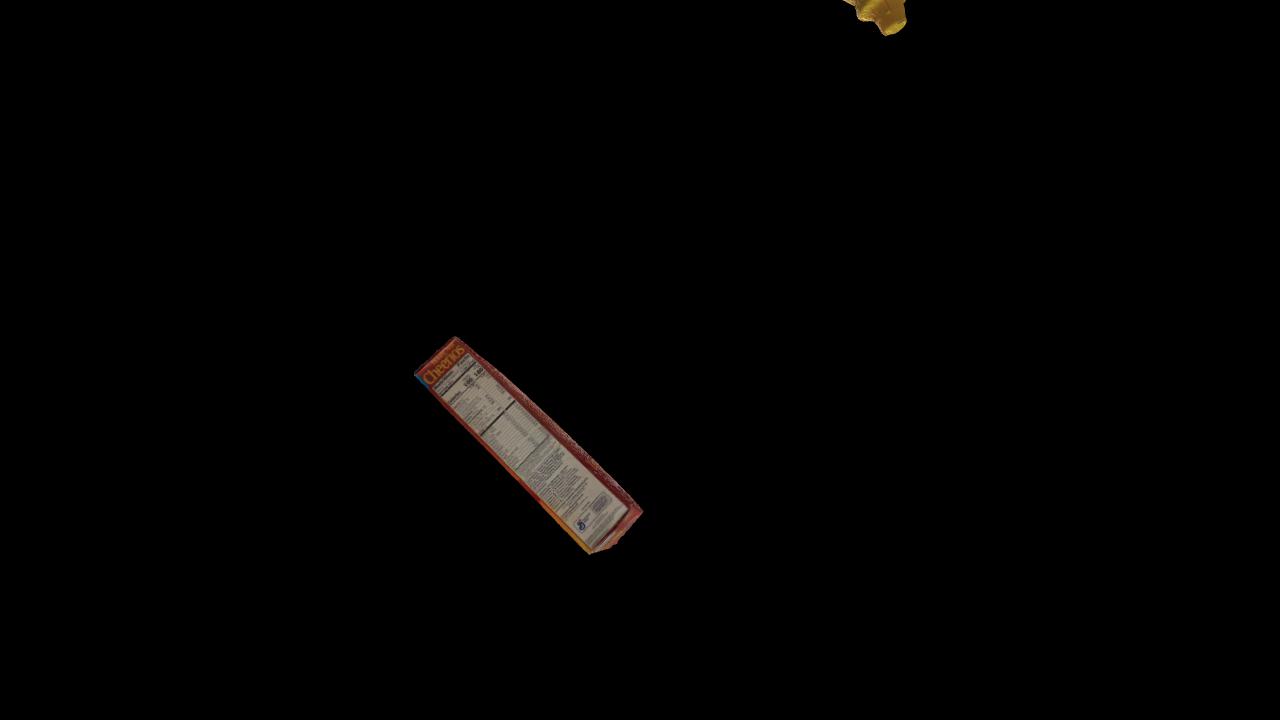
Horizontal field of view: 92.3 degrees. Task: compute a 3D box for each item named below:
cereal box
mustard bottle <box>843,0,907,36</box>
[{"bbox_3d":[-0.134,0.116,0.801,0.306,0.081,0.203,41,-9,13],"label":"cereal box"},{"bbox_3d":[0.169,-0.342,0.483,0.092,0.184,0.054,-23,-6,43],"label":"mustard bottle"}]
